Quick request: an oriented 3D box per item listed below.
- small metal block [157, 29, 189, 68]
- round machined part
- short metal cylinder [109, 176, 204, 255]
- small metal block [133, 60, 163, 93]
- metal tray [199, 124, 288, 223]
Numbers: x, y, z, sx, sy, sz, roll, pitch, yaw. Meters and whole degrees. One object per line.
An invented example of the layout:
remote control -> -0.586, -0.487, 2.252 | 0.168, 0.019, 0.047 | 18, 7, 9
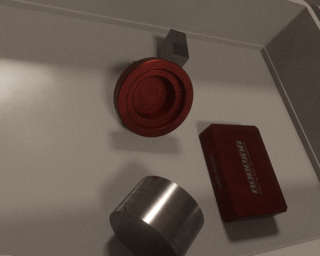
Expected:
small metal block -> 0.018, -0.112, 0.469 | 0.025, 0.050, 0.050 | 11, 57, -23
round machined part -> -0.011, -0.041, 0.392 | 0.099, 0.097, 0.042 | 7, 18, -25
short metal cylinder -> -0.003, 0.095, 0.312 | 0.080, 0.080, 0.050 | 43, 51, 1
small metal block -> -0.016, -0.063, 0.437 | 0.050, 0.025, 0.050 | 7, 59, -25
metal tray -> 0.113, 0.059, 0.430 | 0.091, 0.030, 0.130 | 2, 61, -28
